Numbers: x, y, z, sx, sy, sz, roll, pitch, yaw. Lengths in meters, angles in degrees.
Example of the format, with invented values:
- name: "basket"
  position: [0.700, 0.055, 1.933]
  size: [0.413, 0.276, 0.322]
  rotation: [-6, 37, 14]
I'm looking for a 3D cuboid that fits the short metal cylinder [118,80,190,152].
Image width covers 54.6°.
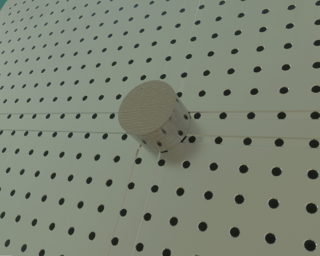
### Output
- name: "short metal cylinder"
  position: [-0.007, -0.015, 0.406]
  size: [0.080, 0.050, 0.080]
  rotation: [-13, 56, 21]
